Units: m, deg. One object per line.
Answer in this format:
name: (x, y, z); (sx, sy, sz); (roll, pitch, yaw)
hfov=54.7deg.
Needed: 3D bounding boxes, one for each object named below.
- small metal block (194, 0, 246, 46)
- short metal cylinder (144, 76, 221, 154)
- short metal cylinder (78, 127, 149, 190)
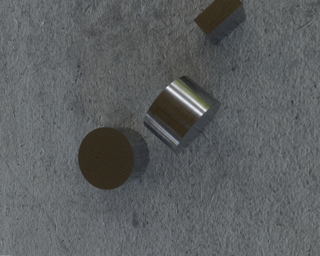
small metal block: (0.073, -0.130, 0.370); (0.050, 0.050, 0.025); (-41, 77, 15)
short metal cylinder: (0.027, -0.015, 0.370); (0.050, 0.080, 0.080); (42, 103, 15)
short metal cylinder: (-0.061, 0.039, 0.417); (0.080, 0.050, 0.079); (0, 90, 20)
